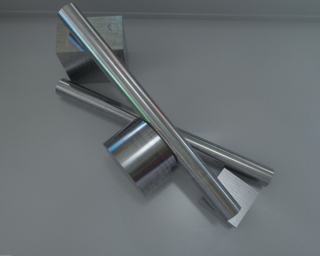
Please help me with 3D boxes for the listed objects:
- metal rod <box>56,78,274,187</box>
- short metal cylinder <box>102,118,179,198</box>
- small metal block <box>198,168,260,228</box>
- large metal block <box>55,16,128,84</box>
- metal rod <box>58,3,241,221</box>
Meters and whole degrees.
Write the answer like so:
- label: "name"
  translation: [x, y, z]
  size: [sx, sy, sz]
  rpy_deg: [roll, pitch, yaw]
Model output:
- label: "metal rod"
  translation: [0.000, 0.003, 0.407]
  size: [0.301, 0.025, 0.025]
  rpy_deg: [24, 72, 8]
- label: "short metal cylinder"
  translation: [-0.023, 0.034, 0.365]
  size: [0.050, 0.080, 0.080]
  rpy_deg: [-38, 75, -13]
- label: "small metal block"
  translation: [0.083, 0.085, 0.378]
  size: [0.050, 0.025, 0.050]
  rpy_deg: [36, 74, 12]
- label: "large metal block"
  translation: [-0.086, -0.102, 0.416]
  size: [0.081, 0.080, 0.050]
  rpy_deg: [-3, 70, -2]
- label: "metal rod"
  translation: [-0.014, -0.020, 0.354]
  size: [0.025, 0.025, 0.300]
  rpy_deg: [-39, 87, -13]
